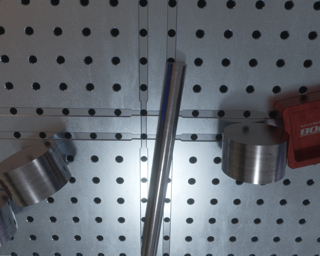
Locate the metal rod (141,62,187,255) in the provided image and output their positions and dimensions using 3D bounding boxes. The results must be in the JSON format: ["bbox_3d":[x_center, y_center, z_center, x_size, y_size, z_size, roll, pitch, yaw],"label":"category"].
[{"bbox_3d":[0.002,0.059,0.434,0.025,0.025,0.298,7,110,-3],"label":"metal rod"}]

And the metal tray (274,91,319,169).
[{"bbox_3d":[0.226,-0.004,0.410,0.131,0.030,0.089,-14,110,4],"label":"metal tray"}]

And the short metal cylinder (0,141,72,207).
[{"bbox_3d":[-0.164,0.057,0.404,0.080,0.080,0.050,-19,109,7],"label":"short metal cylinder"}]

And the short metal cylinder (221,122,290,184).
[{"bbox_3d":[0.120,0.030,0.396,0.080,0.080,0.050,-1,110,0],"label":"short metal cylinder"}]

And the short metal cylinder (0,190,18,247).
[{"bbox_3d":[-0.247,0.129,0.429,0.080,0.080,0.050,-5,110,1],"label":"short metal cylinder"}]
